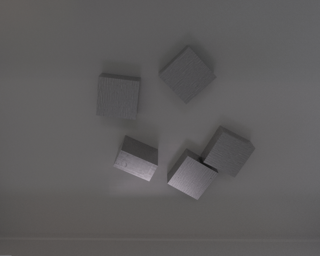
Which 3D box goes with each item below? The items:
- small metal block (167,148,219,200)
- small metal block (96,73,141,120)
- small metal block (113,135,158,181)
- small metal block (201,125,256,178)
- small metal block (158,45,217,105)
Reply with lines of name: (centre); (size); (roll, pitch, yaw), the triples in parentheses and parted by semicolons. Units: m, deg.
small metal block: (0.045, 0.065, 0.435); (0.050, 0.025, 0.050); (31, 107, -11)
small metal block: (-0.053, -0.041, 0.396); (0.050, 0.025, 0.050); (6, 110, -3)
small metal block: (-0.031, 0.039, 0.412); (0.050, 0.050, 0.025); (25, 108, -9)
small metal block: (0.092, 0.032, 0.424); (0.050, 0.025, 0.050); (27, 108, -10)
small metal block: (0.034, -0.067, 0.387); (0.050, 0.025, 0.050); (-42, 105, 14)
